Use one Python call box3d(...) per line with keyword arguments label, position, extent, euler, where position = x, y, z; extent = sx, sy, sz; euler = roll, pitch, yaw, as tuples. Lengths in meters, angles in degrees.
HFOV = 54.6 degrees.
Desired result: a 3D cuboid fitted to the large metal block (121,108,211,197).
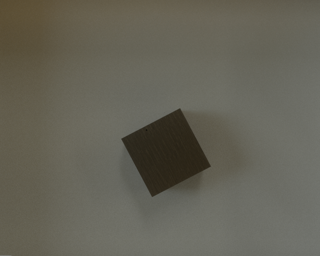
box3d(label="large metal block", position=(0.007, 0.030, 0.399), extent=(0.080, 0.050, 0.080), euler=(-28, 90, 0))
